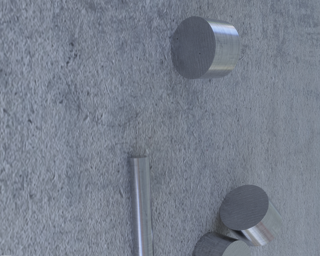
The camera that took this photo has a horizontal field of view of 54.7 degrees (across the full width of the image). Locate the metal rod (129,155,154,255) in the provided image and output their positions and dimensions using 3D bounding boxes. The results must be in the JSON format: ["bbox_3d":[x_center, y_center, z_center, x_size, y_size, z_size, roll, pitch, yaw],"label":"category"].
[{"bbox_3d":[-0.018,0.184,0.389,0.025,0.025,0.298,-5,93,-40],"label":"metal rod"}]

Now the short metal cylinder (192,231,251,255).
[{"bbox_3d":[0.093,0.203,0.467,0.081,0.050,0.079,0,90,-40],"label":"short metal cylinder"}]

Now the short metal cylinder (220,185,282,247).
[{"bbox_3d":[0.143,0.137,0.489,0.050,0.080,0.080,49,61,-29],"label":"short metal cylinder"}]

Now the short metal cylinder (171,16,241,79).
[{"bbox_3d":[0.060,-0.107,0.419,0.050,0.080,0.079,-9,96,-40],"label":"short metal cylinder"}]
